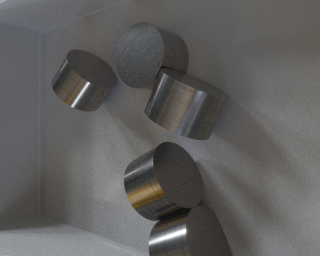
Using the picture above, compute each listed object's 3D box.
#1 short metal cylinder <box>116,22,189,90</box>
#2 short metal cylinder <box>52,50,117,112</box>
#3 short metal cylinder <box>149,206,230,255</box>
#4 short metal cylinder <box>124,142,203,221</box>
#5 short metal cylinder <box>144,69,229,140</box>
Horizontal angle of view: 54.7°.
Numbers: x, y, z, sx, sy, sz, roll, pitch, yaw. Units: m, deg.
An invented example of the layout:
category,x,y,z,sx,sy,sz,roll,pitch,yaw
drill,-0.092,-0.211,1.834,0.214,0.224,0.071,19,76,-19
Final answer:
category,x,y,z,sx,sy,sz,roll,pitch,yaw
short metal cylinder,-0.010,-0.089,0.397,0.080,0.050,0.079,0,90,39
short metal cylinder,-0.111,-0.070,0.460,0.050,0.081,0.080,-48,62,29
short metal cylinder,0.034,0.133,0.339,0.050,0.080,0.080,-31,71,29
short metal cylinder,0.005,0.063,0.365,0.050,0.081,0.080,-34,69,35
short metal cylinder,0.029,-0.028,0.345,0.080,0.081,0.050,35,112,34
